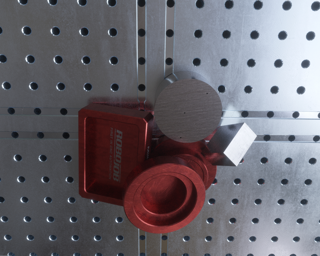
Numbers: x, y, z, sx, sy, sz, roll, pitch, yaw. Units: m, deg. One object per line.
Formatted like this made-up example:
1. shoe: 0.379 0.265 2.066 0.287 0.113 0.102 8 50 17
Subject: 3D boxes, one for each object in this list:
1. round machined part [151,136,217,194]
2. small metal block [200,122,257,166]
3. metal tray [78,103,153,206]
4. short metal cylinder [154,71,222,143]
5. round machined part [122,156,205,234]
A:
1. round machined part: 0.029 0.058 0.425 0.099 0.042 0.097 0 110 -1
2. small metal block: 0.088 0.022 0.399 0.025 0.050 0.050 45 69 -15
3. metal tray: -0.060 0.038 0.412 0.090 0.030 0.129 9 110 11
4. short metal cylinder: 0.033 -0.028 0.390 0.081 0.050 0.079 0 110 -1
5. round machined part: 0.003 0.077 0.382 0.099 0.042 0.097 -4 112 -10
